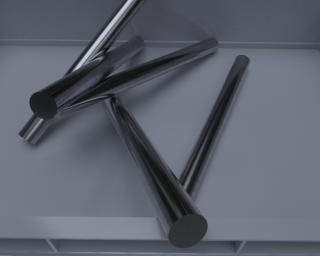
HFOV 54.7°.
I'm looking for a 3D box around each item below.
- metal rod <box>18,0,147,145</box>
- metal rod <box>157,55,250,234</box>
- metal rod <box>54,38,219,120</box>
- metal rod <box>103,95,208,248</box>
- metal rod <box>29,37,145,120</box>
[{"bbox_3d":[-0.084,-0.107,0.416,0.025,0.025,0.300,31,80,23],"label":"metal rod"},{"bbox_3d":[0.070,-0.002,0.407,0.025,0.025,0.301,19,52,15],"label":"metal rod"},{"bbox_3d":[-0.014,-0.081,0.434,0.025,0.025,0.302,37,47,27],"label":"metal rod"},{"bbox_3d":[-0.029,0.007,0.315,0.025,0.025,0.300,-15,26,-13],"label":"metal rod"},{"bbox_3d":[-0.068,-0.081,0.393,0.025,0.025,0.301,10,26,8],"label":"metal rod"}]
